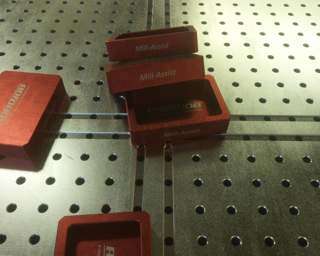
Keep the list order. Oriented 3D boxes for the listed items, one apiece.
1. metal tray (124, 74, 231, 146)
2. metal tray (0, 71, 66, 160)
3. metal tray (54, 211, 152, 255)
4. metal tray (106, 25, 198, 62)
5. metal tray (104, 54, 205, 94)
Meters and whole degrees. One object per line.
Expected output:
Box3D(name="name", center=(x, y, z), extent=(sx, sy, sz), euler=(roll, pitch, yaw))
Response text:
Box3D(name="metal tray", center=(0.020, -0.028, 0.427), extent=(0.131, 0.030, 0.090), euler=(-8, 51, -7))
Box3D(name="metal tray", center=(-0.194, -0.022, 0.421), extent=(0.091, 0.030, 0.130), euler=(6, 50, 4))
Box3D(name="metal tray", center=(-0.051, 0.145, 0.281), extent=(0.091, 0.030, 0.130), euler=(-3, 50, -3))
Box3D(name="metal tray", center=(-0.010, -0.133, 0.481), extent=(0.131, 0.030, 0.090), euler=(-5, 23, 4))
Box3D(name="metal tray", center=(-0.012, -0.082, 0.444), extent=(0.131, 0.030, 0.090), euler=(-11, 19, -9))
